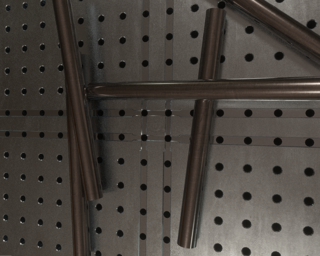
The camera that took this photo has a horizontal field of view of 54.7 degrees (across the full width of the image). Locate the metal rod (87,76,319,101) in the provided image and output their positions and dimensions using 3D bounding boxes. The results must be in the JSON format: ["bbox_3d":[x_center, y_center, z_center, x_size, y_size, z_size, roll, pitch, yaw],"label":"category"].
[{"bbox_3d":[0.034,-0.046,0.374,0.300,0.025,0.025,3,91,29],"label":"metal rod"}]

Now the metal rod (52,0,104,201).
[{"bbox_3d":[-0.115,-0.049,0.431,0.025,0.025,0.298,-9,92,19],"label":"metal rod"}]

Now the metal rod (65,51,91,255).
[{"bbox_3d":[-0.121,0.037,0.453,0.025,0.025,0.298,-3,89,19],"label":"metal rod"}]

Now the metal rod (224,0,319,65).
[{"bbox_3d":[0.098,-0.159,0.377,0.300,0.025,0.025,41,103,15],"label":"metal rod"}]

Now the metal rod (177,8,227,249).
[{"bbox_3d":[0.053,0.002,0.393,0.025,0.025,0.298,8,93,19],"label":"metal rod"}]
